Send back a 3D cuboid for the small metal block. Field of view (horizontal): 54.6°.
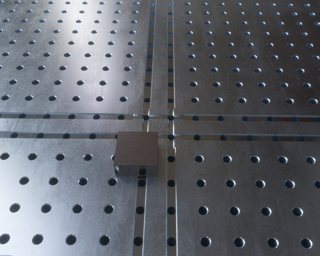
[{"bbox_3d":[-0.028,0.031,0.381,0.050,0.025,0.050,1,50,1],"label":"small metal block"}]
